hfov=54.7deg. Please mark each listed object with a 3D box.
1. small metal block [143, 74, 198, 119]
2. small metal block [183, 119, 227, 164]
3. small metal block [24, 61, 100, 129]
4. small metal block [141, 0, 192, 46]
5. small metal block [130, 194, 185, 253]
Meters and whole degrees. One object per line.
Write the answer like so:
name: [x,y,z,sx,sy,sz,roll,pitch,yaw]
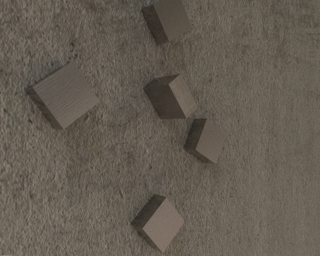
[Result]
small metal block: [0.013,-0.039,0.399,0.025,0.050,0.050,-45,117,-31]
small metal block: [0.067,0.020,0.461,0.050,0.025,0.050,35,68,-34]
small metal block: [-0.100,-0.033,0.321,0.050,0.025,0.050,-44,117,-31]
small metal block: [0.010,-0.145,0.412,0.050,0.025,0.050,-40,114,-33]
small metal block: [-0.002,0.123,0.403,0.050,0.025,0.050,-48,119,-29]
